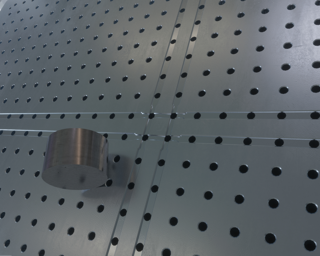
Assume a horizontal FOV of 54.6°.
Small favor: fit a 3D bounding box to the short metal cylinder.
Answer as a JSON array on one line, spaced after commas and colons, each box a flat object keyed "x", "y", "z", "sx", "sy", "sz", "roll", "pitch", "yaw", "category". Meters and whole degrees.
[{"x": -0.108, "y": 0.043, "z": 0.405, "sx": 0.080, "sy": 0.080, "sz": 0.050, "roll": -17, "pitch": 55, "yaw": 19, "category": "short metal cylinder"}]
